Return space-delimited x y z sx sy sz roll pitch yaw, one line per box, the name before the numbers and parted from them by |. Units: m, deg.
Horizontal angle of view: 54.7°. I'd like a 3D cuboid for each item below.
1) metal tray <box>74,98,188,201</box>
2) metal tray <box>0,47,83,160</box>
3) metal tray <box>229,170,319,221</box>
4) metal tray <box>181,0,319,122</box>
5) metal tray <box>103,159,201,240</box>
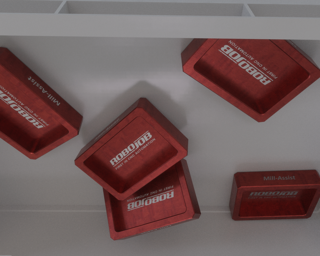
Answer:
metal tray | -0.038 0.032 0.414 0.130 0.030 0.090 -38 108 23
metal tray | -0.174 -0.024 0.383 0.090 0.030 0.130 -28 125 22
metal tray | 0.184 0.110 0.500 0.131 0.030 0.089 -2 130 1
metal tray | 0.100 -0.070 0.346 0.131 0.030 0.090 29 124 -23
metal tray | -0.016 0.102 0.450 0.130 0.090 0.030 -21 156 17
